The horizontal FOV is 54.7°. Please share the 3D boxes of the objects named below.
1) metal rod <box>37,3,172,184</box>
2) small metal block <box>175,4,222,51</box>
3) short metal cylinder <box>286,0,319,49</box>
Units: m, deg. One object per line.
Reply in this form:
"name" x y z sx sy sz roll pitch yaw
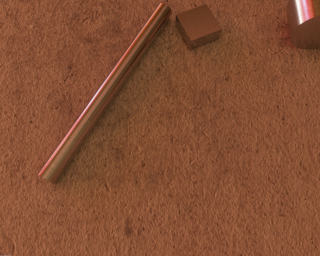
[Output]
"metal rod" -0.067 -0.059 0.428 0.025 0.025 0.300 28 72 9
"small metal block" 0.057 -0.151 0.464 0.050 0.025 0.050 -23 72 -9
"short metal cylinder" 0.225 -0.156 0.439 0.081 0.080 0.050 1 70 0
